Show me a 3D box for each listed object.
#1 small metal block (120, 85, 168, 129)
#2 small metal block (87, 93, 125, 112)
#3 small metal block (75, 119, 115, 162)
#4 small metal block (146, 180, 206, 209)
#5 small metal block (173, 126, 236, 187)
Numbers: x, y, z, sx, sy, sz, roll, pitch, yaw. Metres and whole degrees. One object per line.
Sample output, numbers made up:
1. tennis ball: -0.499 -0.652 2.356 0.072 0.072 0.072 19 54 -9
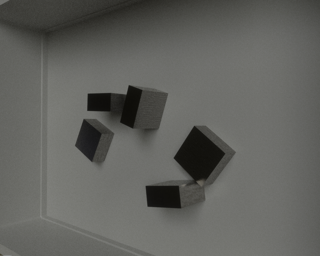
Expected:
1. small metal block: -0.020 -0.027 0.407 0.025 0.050 0.050 24 105 37
2. small metal block: -0.069 -0.036 0.447 0.050 0.050 0.025 4 93 40
3. small metal block: -0.105 0.019 0.494 0.050 0.025 0.050 35 111 34
4. small metal block: 0.019 0.079 0.375 0.050 0.050 0.025 -9 84 39
5. small metal block: 0.052 0.032 0.364 0.050 0.025 0.050 45 117 30
